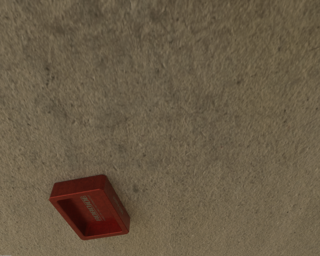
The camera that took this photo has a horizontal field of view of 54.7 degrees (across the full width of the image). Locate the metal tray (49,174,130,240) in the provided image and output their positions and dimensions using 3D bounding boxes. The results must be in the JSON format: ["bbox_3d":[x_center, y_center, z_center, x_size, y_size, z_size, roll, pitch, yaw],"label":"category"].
[{"bbox_3d":[-0.113,0.137,0.518,0.090,0.030,0.129,-12,130,9],"label":"metal tray"}]
